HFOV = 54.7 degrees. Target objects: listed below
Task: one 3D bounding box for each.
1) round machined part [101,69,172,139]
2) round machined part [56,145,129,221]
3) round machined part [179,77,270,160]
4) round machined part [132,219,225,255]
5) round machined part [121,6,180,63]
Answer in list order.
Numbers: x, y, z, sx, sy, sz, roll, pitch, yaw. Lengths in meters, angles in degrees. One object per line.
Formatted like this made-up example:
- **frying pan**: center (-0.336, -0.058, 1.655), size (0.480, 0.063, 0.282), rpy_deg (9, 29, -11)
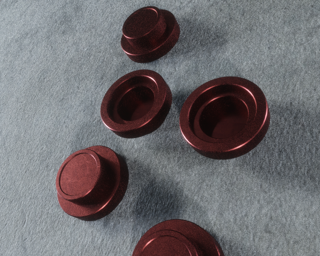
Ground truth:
- **round machined part**: center (-0.028, -0.029, 0.424), size (0.098, 0.042, 0.098), rpy_deg (-13, 56, 20)
- **round machined part**: center (-0.093, 0.066, 0.400), size (0.098, 0.042, 0.098), rpy_deg (-13, 56, 20)
- **round machined part**: center (0.076, -0.008, 0.357), size (0.098, 0.042, 0.098), rpy_deg (-13, 56, 20)
- **round machined part**: center (0.012, 0.138, 0.301), size (0.098, 0.042, 0.098), rpy_deg (-13, 56, 20)
- **round machined part**: center (-0.021, -0.156, 0.498), size (0.098, 0.042, 0.098), rpy_deg (-13, 56, 20)
